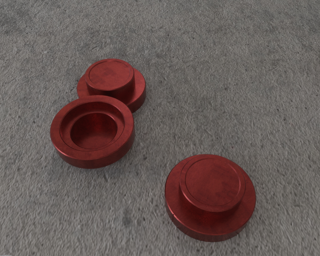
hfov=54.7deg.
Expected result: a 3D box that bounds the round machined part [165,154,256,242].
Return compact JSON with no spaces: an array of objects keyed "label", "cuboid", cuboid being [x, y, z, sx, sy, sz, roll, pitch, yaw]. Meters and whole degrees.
[{"label":"round machined part","cuboid":[0.054,0.068,0.336,0.099,0.042,0.098,0,50,0]}]

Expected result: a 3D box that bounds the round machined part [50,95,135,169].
[{"label":"round machined part","cuboid":[-0.080,0.009,0.383,0.099,0.042,0.098,0,52,0]}]

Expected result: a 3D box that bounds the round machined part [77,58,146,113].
[{"label":"round machined part","cuboid":[-0.070,-0.063,0.444,0.099,0.042,0.098,0,50,0]}]
